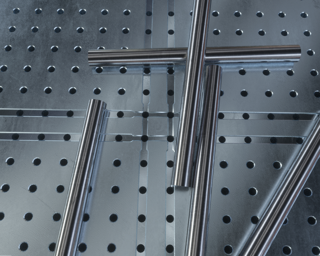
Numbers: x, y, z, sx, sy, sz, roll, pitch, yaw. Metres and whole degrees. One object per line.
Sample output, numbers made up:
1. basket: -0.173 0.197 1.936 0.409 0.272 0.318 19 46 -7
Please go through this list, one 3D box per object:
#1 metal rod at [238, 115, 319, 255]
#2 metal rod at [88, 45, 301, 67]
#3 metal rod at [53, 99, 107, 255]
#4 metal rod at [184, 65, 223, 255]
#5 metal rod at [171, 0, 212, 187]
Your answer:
1. metal rod: 0.150 0.089 0.379 0.025 0.025 0.300 34 73 11
2. metal rod: 0.050 -0.105 0.450 0.302 0.025 0.025 -2 70 -1
3. metal rod: -0.104 0.105 0.372 0.025 0.025 0.299 7 70 2
4. metal rod: 0.055 0.055 0.391 0.025 0.025 0.299 8 70 3
5. metal rod: 0.046 -0.073 0.416 0.025 0.025 0.299 7 78 3
